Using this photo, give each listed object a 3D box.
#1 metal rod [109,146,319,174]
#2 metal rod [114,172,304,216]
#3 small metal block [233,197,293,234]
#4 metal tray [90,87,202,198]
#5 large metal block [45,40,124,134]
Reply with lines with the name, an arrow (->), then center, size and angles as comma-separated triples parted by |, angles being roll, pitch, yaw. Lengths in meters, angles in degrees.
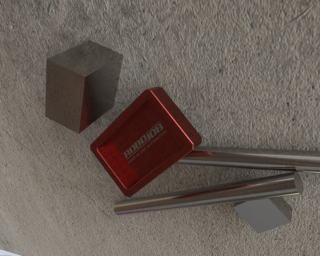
metal rod -> 0.064, 0.036, 0.394 | 0.301, 0.025, 0.025 | 1, 119, 27
metal rod -> 0.041, 0.098, 0.431 | 0.299, 0.025, 0.025 | -19, 108, 39
small metal block -> 0.133, 0.103, 0.400 | 0.050, 0.025, 0.050 | 46, 129, -5
metal tray -> -0.022, 0.021, 0.401 | 0.130, 0.030, 0.090 | -41, 83, 29
large metal block -> -0.094, -0.053, 0.386 | 0.050, 0.080, 0.079 | 26, 127, 12
